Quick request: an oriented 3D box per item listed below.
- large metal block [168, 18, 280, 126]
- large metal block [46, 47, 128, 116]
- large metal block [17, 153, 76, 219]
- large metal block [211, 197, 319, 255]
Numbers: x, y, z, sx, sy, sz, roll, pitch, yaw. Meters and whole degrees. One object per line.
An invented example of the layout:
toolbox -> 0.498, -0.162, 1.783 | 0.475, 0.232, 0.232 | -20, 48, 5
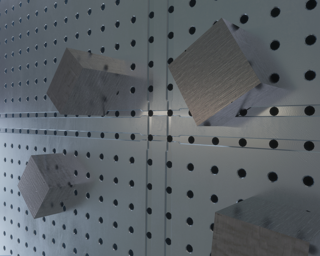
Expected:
large metal block -> 0.067, -0.056, 0.339 | 0.080, 0.050, 0.080 | -37, 67, 34
large metal block -> -0.109, -0.066, 0.465 | 0.050, 0.081, 0.080 | 49, 119, 29
large metal block -> -0.210, 0.105, 0.569 | 0.080, 0.050, 0.080 | 48, 118, 29
large metal block -> 0.104, 0.105, 0.288 | 0.080, 0.081, 0.050 | 8, 95, 40
